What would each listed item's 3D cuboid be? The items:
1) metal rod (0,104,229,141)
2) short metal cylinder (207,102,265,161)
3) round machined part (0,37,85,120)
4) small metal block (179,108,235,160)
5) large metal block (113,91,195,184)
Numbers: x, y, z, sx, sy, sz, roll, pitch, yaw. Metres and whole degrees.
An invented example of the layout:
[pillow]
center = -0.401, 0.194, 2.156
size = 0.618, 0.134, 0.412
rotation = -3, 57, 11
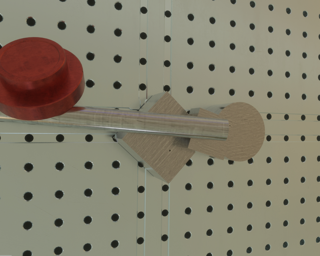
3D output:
[metal rod]
center = -0.076, -0.011, 0.339
size = 0.302, 0.025, 0.025
rotation = 5, 88, -4
[short metal cylinder]
center = 0.099, 0.005, 0.437
size = 0.081, 0.050, 0.079
rotation = 0, 90, -21
[round machined part]
center = -0.132, -0.059, 0.327
size = 0.099, 0.042, 0.098
rotation = 3, 52, -4
[small metal block]
center = 0.058, 0.007, 0.380
size = 0.050, 0.025, 0.050
rotation = 20, 83, -19
[large metal block]
center = 0.001, 0.011, 0.398
size = 0.080, 0.050, 0.080
rotation = 46, 76, -15
